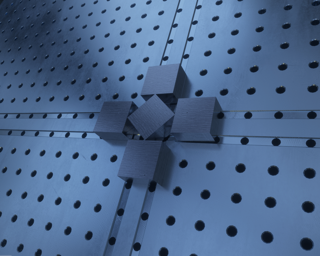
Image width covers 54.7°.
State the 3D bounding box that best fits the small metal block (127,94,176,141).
[{"bbox_3d":[-0.008,-0.010,0.417,0.050,0.025,0.050,-41,51,0],"label":"small metal block"}]

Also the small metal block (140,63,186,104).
[{"bbox_3d":[0.005,-0.062,0.442,0.050,0.025,0.050,0,61,27],"label":"small metal block"}]

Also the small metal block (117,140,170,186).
[{"bbox_3d":[-0.020,0.043,0.391,0.050,0.025,0.050,1,62,28],"label":"small metal block"}]

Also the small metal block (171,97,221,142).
[{"bbox_3d":[0.046,-0.010,0.389,0.050,0.025,0.050,0,62,27],"label":"small metal block"}]

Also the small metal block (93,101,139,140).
[{"bbox_3d":[-0.061,-0.011,0.445,0.050,0.025,0.050,2,62,28],"label":"small metal block"}]
